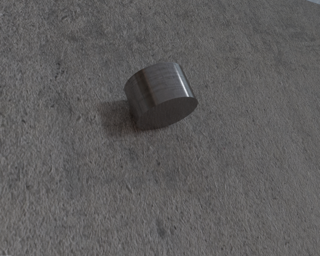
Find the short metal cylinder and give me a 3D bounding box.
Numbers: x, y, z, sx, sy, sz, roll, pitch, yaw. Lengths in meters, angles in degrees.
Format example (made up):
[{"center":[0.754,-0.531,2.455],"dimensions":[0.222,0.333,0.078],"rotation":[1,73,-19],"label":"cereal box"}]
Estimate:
[{"center":[0.001,-0.039,0.392],"dimensions":[0.081,0.080,0.050],"rotation":[-9,66,-32],"label":"short metal cylinder"}]
